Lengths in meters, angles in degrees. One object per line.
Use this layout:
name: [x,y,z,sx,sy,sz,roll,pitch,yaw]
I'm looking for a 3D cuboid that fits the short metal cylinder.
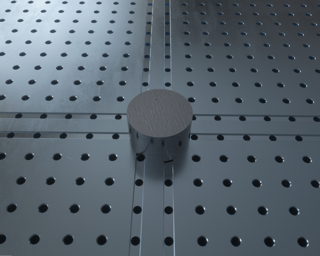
short metal cylinder: [0.000,-0.004,0.395,0.081,0.050,0.080,0,50,0]
